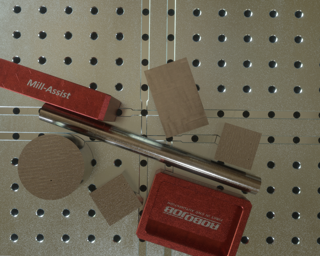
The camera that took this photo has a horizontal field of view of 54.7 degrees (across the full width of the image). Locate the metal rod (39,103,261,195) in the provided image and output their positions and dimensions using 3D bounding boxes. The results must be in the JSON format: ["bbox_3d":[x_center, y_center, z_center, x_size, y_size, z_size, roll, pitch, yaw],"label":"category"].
[{"bbox_3d":[-0.012,0.028,0.413,0.301,0.025,0.025,19,90,0],"label":"metal rod"}]

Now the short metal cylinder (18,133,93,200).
[{"bbox_3d":[-0.132,0.047,0.399,0.081,0.050,0.080,0,90,0],"label":"short metal cylinder"}]

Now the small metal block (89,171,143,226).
[{"bbox_3d":[-0.057,0.093,0.413,0.050,0.025,0.050,-32,90,0],"label":"small metal block"}]

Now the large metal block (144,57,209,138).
[{"bbox_3d":[0.019,-0.034,0.387,0.050,0.080,0.080,-19,90,0],"label":"large metal block"}]

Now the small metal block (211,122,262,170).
[{"bbox_3d":[0.101,0.024,0.414,0.050,0.025,0.050,17,90,0],"label":"small metal block"}]

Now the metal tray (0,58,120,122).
[{"bbox_3d":[-0.120,-0.042,0.379,0.131,0.090,0.030,19,90,0],"label":"metal tray"}]

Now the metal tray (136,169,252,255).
[{"bbox_3d":[0.044,0.117,0.411,0.131,0.030,0.090,18,90,0],"label":"metal tray"}]
